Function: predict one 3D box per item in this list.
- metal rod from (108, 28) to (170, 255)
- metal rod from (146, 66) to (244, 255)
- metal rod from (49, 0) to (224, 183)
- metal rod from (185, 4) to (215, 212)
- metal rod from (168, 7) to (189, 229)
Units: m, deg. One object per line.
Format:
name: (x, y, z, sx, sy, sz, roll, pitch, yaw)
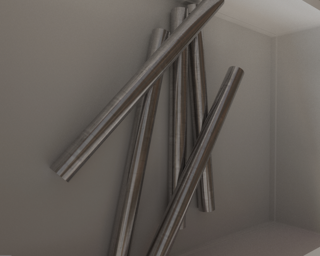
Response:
metal rod: (-0.025, 0.020, 0.385, 0.025, 0.025, 0.299, 17, 79, -39)
metal rod: (0.052, 0.040, 0.416, 0.025, 0.025, 0.300, 40, 66, -33)
metal rod: (-0.015, -0.062, 0.367, 0.301, 0.025, 0.025, -51, 121, -18)
metal rod: (0.059, -0.026, 0.455, 0.025, 0.025, 0.298, -8, 95, -40)
metal rod: (0.025, -0.013, 0.427, 0.025, 0.025, 0.298, 1, 89, -40)
